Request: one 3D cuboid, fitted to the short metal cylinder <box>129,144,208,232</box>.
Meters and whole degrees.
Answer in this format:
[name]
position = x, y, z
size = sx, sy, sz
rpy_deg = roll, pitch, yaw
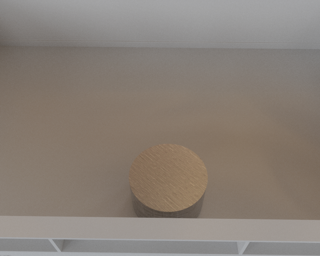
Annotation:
[short metal cylinder]
position = 0.009, 0.064, 0.335
size = 0.080, 0.050, 0.080
rpy_deg = 0, 50, 0
